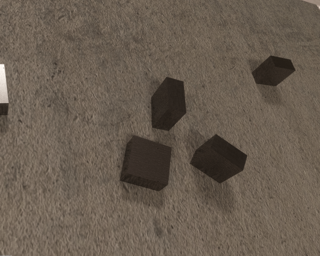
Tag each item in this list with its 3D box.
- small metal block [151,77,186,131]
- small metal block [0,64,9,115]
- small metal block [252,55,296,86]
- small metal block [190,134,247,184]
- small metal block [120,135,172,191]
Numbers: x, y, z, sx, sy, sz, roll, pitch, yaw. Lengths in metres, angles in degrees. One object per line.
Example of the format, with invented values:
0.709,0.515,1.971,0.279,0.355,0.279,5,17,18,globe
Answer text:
0.010,-0.031,0.414,0.025,0.050,0.050,12,57,-23,small metal block
-0.190,-0.040,0.326,0.050,0.025,0.050,-4,64,-30,small metal block
0.207,-0.103,0.565,0.050,0.050,0.025,3,61,-27,small metal block
0.076,0.041,0.405,0.050,0.050,0.025,34,51,-6,small metal block
-0.016,0.043,0.371,0.050,0.025,0.050,19,54,-18,small metal block
